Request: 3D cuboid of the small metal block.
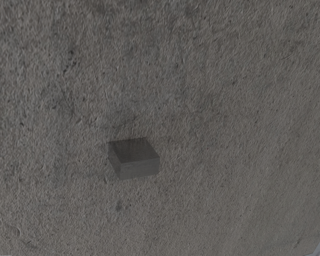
[{"bbox_3d":[-0.034,0.038,0.395,0.050,0.050,0.025,-6,121,-25],"label":"small metal block"}]
